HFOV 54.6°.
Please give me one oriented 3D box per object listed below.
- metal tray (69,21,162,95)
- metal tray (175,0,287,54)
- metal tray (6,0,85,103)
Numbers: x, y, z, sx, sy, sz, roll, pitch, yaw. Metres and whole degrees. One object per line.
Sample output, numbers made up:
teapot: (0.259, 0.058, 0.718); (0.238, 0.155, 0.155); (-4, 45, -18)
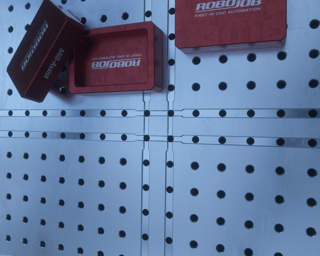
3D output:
metal tray: (-0.063, -0.093, 0.432); (0.130, 0.030, 0.090); (0, 90, 20)
metal tray: (0.085, -0.143, 0.380); (0.130, 0.030, 0.090); (0, 90, 20)
metal tray: (-0.170, -0.113, 0.452); (0.130, 0.030, 0.090); (-55, 51, 13)
